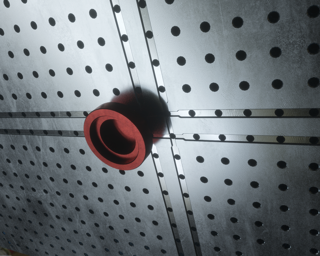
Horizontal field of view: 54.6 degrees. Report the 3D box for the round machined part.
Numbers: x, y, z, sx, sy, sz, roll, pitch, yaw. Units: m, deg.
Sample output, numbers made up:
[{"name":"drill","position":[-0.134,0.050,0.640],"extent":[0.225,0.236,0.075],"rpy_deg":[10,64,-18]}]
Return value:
[{"name":"round machined part","position":[-0.054,0.007,0.434],"extent":[0.098,0.042,0.097],"rpy_deg":[13,124,21]}]
